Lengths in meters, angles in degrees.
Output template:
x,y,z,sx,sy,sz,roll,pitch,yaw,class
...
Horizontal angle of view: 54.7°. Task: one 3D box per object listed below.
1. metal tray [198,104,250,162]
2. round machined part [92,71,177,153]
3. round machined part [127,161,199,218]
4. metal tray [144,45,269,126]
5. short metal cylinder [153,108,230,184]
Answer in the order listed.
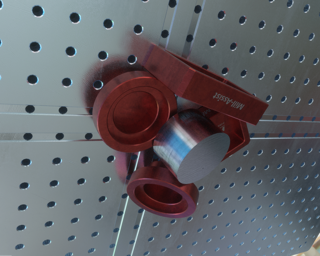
x,y,z,sx,sy,sz,roll,pitch,yaw,class
0.066,0.018,0.456,0.131,0.030,0.090,-32,129,-8,metal tray
-0.032,-0.022,0.370,0.099,0.042,0.097,-14,125,-21,round machined part
0.007,0.083,0.434,0.098,0.042,0.097,12,139,11,round machined part
0.056,-0.050,0.370,0.131,0.090,0.030,16,110,-35,metal tray
0.039,0.023,0.384,0.081,0.050,0.080,-26,141,-23,short metal cylinder
